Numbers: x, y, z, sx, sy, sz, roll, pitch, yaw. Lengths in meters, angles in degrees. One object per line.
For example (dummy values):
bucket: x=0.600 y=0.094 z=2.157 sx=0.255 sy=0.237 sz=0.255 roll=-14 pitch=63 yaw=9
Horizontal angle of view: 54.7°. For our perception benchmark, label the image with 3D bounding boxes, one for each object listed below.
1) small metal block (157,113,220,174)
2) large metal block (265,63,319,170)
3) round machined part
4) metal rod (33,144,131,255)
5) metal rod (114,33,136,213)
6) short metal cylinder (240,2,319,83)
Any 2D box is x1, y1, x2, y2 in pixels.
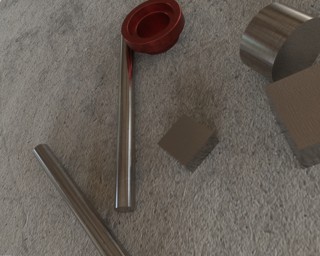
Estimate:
small metal block: x=0.034 y=0.018 z=0.374 sx=0.050 sy=0.025 sz=0.050 roll=-49 pitch=52 yaw=-7
large metal block: x=0.164 y=-0.016 z=0.312 sx=0.080 sy=0.050 sz=0.080 roll=-23 pitch=53 yaw=13
round machined part: x=-0.008 y=-0.155 z=0.488 sx=0.098 sy=0.042 sz=0.098 roll=-11 pitch=57 yaw=17
metal rod: x=-0.090 y=0.108 z=0.382 sx=0.025 sy=0.025 sz=0.300 roll=-47 pitch=52 yaw=-5
metal rod: x=-0.048 y=-0.030 z=0.445 sx=0.025 sy=0.025 sz=0.299 roll=-16 pitch=55 yaw=19
short metal cylinder: x=0.139 y=-0.095 z=0.354 sx=0.080 sy=0.080 sz=0.050 roll=-42 pitch=51 yaw=-1
